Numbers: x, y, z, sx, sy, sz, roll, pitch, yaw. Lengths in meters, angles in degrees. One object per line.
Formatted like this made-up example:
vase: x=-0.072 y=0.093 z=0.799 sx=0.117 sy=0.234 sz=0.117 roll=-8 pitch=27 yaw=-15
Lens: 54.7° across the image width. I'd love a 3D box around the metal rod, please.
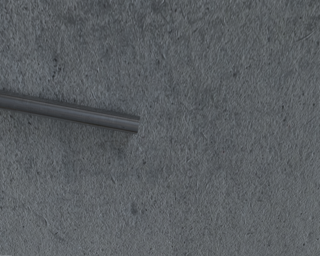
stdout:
metal rod: x=-0.176 y=-0.031 z=0.395 sx=0.302 sy=0.025 sz=0.025 roll=11 pitch=110 yaw=-5
